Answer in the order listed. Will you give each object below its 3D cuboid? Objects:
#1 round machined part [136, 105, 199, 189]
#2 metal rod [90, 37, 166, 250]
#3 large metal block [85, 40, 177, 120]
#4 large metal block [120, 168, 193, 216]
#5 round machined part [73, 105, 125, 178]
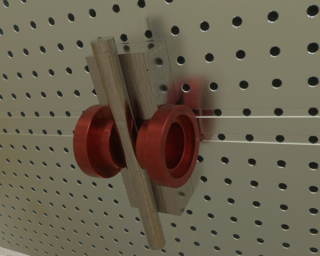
[{"bbox_3d":[0.008,0.020,0.372,0.042,0.099,0.097,5,121,32],"label":"round machined part"},{"bbox_3d":[-0.032,0.039,0.387,0.025,0.025,0.298,2,120,27],"label":"metal rod"},{"bbox_3d":[-0.033,-0.057,0.376,0.080,0.050,0.079,2,120,27],"label":"large metal block"},{"bbox_3d":[-0.004,0.072,0.441,0.080,0.050,0.079,3,120,27],"label":"large metal block"},{"bbox_3d":[-0.064,0.017,0.408,0.042,0.098,0.097,2,119,27],"label":"round machined part"}]
